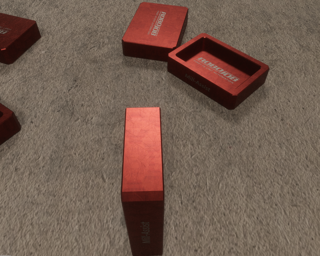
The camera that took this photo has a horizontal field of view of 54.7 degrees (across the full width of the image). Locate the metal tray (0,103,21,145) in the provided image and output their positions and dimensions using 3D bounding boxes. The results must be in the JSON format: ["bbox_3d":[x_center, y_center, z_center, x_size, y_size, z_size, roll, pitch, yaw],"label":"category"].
[{"bbox_3d":[-0.263,-0.011,0.405,0.130,0.030,0.090,29,56,22],"label":"metal tray"}]

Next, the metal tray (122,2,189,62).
[{"bbox_3d":[-0.005,-0.172,0.544,0.090,0.030,0.130,10,51,8],"label":"metal tray"}]

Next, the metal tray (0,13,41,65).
[{"bbox_3d":[-0.287,-0.160,0.531,0.131,0.030,0.090,16,52,12],"label":"metal tray"}]

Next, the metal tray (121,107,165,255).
[{"bbox_3d":[-0.014,0.054,0.289,0.030,0.129,0.090,-1,50,-1],"label":"metal tray"}]

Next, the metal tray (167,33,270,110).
[{"bbox_3d":[0.087,-0.092,0.478,0.130,0.030,0.091,37,59,26],"label":"metal tray"}]
